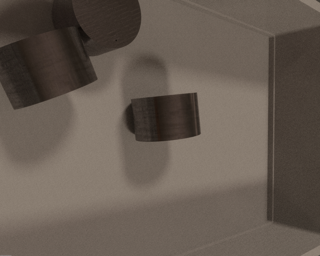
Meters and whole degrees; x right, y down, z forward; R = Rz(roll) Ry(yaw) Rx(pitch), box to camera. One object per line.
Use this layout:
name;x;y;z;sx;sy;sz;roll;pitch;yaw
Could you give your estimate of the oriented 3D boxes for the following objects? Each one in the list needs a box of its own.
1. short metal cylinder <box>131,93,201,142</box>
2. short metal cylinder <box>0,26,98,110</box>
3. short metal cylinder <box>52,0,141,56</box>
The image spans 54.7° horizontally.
short metal cylinder;0.008;-0.015;0.379;0.081;0.080;0.050;-10;97;-40
short metal cylinder;-0.105;-0.055;0.284;0.081;0.080;0.050;-31;110;-36
short metal cylinder;-0.068;-0.122;0.335;0.081;0.050;0.079;0;90;-40
